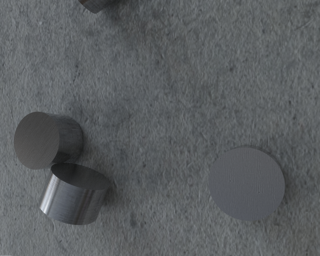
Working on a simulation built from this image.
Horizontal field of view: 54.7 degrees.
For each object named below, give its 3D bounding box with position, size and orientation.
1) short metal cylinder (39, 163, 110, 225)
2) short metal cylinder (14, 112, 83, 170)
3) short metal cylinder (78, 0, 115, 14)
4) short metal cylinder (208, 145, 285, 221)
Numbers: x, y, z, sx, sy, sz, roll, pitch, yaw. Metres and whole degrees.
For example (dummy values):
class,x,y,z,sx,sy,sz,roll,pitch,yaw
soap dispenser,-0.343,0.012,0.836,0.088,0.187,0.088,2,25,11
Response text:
class,x,y,z,sx,sy,sz,roll,pitch,yaw
short metal cylinder,-0.115,0.087,0.419,0.080,0.080,0.050,24,98,18
short metal cylinder,-0.160,0.019,0.447,0.080,0.050,0.080,-2,86,22
short metal cylinder,-0.089,-0.201,0.410,0.050,0.080,0.080,-29,81,17
short metal cylinder,0.101,0.061,0.360,0.080,0.050,0.079,0,90,19
